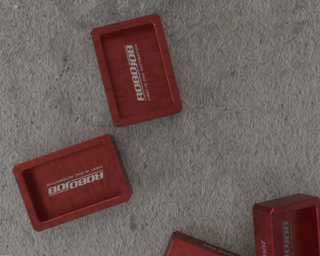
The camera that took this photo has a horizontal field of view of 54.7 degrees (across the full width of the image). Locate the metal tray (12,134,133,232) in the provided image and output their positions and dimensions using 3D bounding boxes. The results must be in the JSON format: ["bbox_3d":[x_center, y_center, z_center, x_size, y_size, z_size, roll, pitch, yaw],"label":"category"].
[{"bbox_3d":[-0.112,0.070,0.406,0.131,0.030,0.090,-19,90,0],"label":"metal tray"}]

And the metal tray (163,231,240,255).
[{"bbox_3d":[0.063,0.204,0.408,0.131,0.030,0.090,21,90,0],"label":"metal tray"}]

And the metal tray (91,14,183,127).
[{"bbox_3d":[-0.030,-0.073,0.406,0.091,0.030,0.129,-14,90,0],"label":"metal tray"}]

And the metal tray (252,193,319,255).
[{"bbox_3d":[0.164,0.155,0.389,0.091,0.030,0.129,-4,90,-27],"label":"metal tray"}]
